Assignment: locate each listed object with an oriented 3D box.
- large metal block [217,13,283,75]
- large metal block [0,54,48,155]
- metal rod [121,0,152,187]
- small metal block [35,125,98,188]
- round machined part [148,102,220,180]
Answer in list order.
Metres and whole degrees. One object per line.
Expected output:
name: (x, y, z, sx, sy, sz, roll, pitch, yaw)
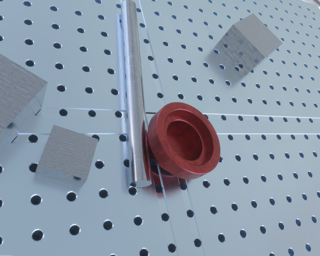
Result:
large metal block: (0.169, -0.158, 0.579, 0.080, 0.050, 0.080, 48, 51, 5)
large metal block: (-0.176, -0.029, 0.315, 0.080, 0.050, 0.080, 32, 52, -8)
metal rod: (-0.036, -0.066, 0.428, 0.025, 0.025, 0.299, 8, 58, -24)
small metal block: (-0.100, 0.031, 0.335, 0.050, 0.025, 0.050, 20, 54, -17)
round machined part: (0.026, 0.019, 0.393, 0.099, 0.042, 0.098, 20, 53, -27)
